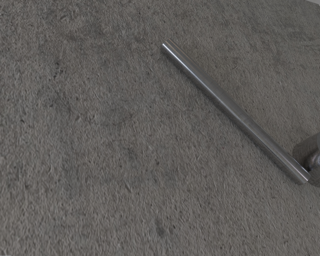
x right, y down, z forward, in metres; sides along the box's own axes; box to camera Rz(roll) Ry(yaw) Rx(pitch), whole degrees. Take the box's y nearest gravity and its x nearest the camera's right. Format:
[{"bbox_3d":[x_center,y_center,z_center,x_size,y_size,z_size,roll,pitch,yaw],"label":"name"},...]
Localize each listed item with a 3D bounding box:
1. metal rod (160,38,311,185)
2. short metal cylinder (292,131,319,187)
[{"bbox_3d":[0.114,-0.027,0.481,0.300,0.025,0.025,45,51,3],"label":"metal rod"},{"bbox_3d":[0.264,0.049,0.500,0.081,0.050,0.080,14,56,-21],"label":"short metal cylinder"}]
